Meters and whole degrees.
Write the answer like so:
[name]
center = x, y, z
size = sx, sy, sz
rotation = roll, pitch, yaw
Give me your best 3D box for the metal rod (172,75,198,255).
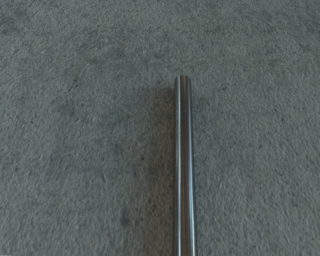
[metal rod]
center = 0.028, 0.046, 0.365
size = 0.025, 0.025, 0.300
rotation = 2, 50, 1
